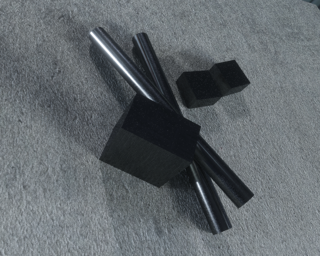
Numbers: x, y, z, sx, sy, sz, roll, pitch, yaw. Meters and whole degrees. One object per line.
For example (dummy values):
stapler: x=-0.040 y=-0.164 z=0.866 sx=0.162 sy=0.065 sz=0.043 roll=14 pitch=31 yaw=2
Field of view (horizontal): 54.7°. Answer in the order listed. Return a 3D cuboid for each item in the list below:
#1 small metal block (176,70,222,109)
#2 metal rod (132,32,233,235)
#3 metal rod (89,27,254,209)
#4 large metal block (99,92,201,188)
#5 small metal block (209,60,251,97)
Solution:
small metal block: x=0.059 y=-0.060 z=0.474 sx=0.050 sy=0.025 sz=0.050 roll=-10 pitch=67 yaw=-33
metal rod: x=0.022 y=-0.007 z=0.421 sx=0.025 sy=0.025 sz=0.299 roll=-9 pitch=66 yaw=-32
metal rod: x=0.005 y=-0.024 z=0.399 sx=0.025 sy=0.025 sz=0.300 roll=-29 pitch=71 yaw=-38
large metal block: x=-0.013 y=0.018 z=0.352 sx=0.080 sy=0.080 sz=0.050 roll=27 pitch=52 yaw=-12
small metal block: x=0.115 y=-0.084 z=0.520 sx=0.050 sy=0.025 sz=0.050 roll=-18 pitch=72 yaw=-35
